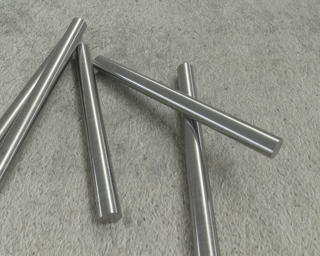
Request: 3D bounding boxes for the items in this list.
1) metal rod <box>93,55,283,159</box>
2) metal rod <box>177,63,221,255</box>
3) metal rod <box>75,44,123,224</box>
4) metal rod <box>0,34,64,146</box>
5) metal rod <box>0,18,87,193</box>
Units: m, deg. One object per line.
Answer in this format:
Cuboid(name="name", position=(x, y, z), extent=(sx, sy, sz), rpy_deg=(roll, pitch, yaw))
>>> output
Cuboid(name="metal rod", position=(0.014, -0.040, 0.409), extent=(0.300, 0.025, 0.025), rpy_deg=(30, 56, 32))
Cuboid(name="metal rod", position=(0.043, 0.024, 0.382), extent=(0.025, 0.025, 0.300), rpy_deg=(-1, 50, -1))
Cuboid(name="metal rod", position=(-0.090, -0.017, 0.416), extent=(0.025, 0.025, 0.300), rpy_deg=(-11, 51, -9))
Cuboid(name="metal rod", position=(-0.180, -0.065, 0.456), extent=(0.025, 0.025, 0.300), rpy_deg=(10, 51, 8))
Cuboid(name="metal rod", position=(-0.162, -0.053, 0.430), extent=(0.025, 0.025, 0.300), rpy_deg=(8, 55, 7))
